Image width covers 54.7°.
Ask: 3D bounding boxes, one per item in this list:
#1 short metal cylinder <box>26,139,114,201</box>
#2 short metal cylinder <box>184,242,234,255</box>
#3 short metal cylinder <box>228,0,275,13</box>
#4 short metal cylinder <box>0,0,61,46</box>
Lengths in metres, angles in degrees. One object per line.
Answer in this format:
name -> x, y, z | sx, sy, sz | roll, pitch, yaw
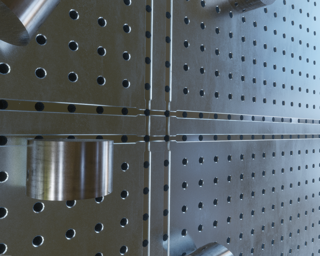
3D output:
short metal cylinder -> -0.086, 0.037, 0.301 | 0.081, 0.080, 0.050 | 1, 89, -40
short metal cylinder -> 0.068, 0.208, 0.431 | 0.050, 0.080, 0.079 | -8, 95, -40
short metal cylinder -> 0.155, -0.241, 0.521 | 0.081, 0.050, 0.079 | 0, 90, -40
short metal cylinder -> -0.133, -0.116, 0.261 | 0.080, 0.080, 0.050 | 40, 66, -33
